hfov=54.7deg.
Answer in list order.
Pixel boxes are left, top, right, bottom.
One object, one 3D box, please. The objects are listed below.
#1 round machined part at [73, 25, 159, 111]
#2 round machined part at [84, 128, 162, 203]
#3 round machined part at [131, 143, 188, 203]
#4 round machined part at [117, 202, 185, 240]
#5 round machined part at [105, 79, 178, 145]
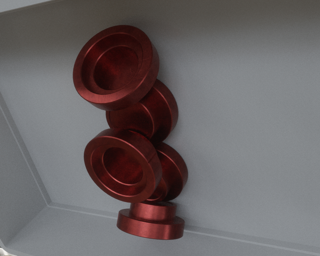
[{"bbox_3d":[-0.046,-0.064,0.355,0.098,0.098,0.042,7,164,24],"label":"round machined part"},{"bbox_3d":[-0.042,0.042,0.386,0.098,0.042,0.097,13,124,20],"label":"round machined part"},{"bbox_3d":[-0.013,0.068,0.442,0.098,0.042,0.097,13,124,20],"label":"round machined part"},{"bbox_3d":[-0.012,0.129,0.457,0.098,0.098,0.042,6,84,24],"label":"round machined part"},{"bbox_3d":[-0.030,-0.018,0.398,0.098,0.042,0.097,13,124,20],"label":"round machined part"}]
